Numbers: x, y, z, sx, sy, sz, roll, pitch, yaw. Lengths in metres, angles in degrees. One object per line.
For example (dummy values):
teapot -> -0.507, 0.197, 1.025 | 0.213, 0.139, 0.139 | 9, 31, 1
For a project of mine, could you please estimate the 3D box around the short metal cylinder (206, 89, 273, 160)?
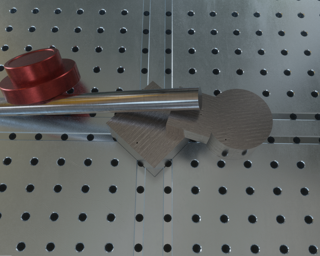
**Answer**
short metal cylinder -> 0.097, -0.004, 0.401 | 0.081, 0.050, 0.080 | 0, 70, 0

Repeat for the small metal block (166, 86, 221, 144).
small metal block -> 0.039, -0.015, 0.362 | 0.050, 0.025, 0.050 | 18, 71, 6

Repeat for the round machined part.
round machined part -> -0.157, -0.072, 0.398 | 0.099, 0.042, 0.098 | -9, 31, 6

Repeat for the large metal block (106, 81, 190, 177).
large metal block -> -0.008, 0.001, 0.395 | 0.080, 0.050, 0.080 | 42, 75, 13

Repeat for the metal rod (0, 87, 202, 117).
metal rod -> -0.101, -0.029, 0.375 | 0.301, 0.025, 0.025 | -1, 69, 17
